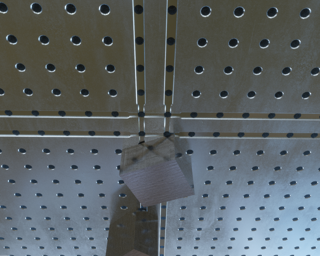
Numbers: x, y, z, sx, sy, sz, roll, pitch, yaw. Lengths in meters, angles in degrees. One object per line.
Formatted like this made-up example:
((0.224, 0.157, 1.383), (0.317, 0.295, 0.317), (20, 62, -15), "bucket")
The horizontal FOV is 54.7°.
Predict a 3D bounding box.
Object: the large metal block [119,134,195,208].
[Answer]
((-0.003, 0.063, 0.449), (0.080, 0.050, 0.080), (-18, 128, 14), "large metal block")

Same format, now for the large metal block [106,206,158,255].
((-0.049, 0.199, 0.544), (0.050, 0.080, 0.080), (34, 122, -26), "large metal block")
